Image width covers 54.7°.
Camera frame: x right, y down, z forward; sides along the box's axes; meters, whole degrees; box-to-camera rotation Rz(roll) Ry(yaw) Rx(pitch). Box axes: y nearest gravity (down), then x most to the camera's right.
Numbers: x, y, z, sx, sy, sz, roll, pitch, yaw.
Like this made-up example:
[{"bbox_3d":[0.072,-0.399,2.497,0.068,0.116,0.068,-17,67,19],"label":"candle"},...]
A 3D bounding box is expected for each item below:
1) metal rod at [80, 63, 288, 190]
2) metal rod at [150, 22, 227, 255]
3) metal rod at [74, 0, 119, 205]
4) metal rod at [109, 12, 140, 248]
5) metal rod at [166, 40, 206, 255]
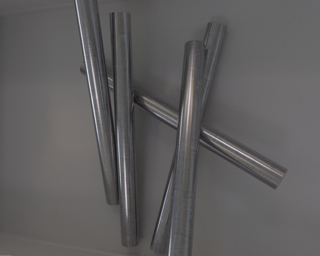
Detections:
[{"bbox_3d":[0.010,-0.017,0.383,0.300,0.025,0.025,31,100,26],"label":"metal rod"},{"bbox_3d":[0.035,0.017,0.398,0.025,0.025,0.298,16,95,19],"label":"metal rod"},{"bbox_3d":[-0.074,-0.037,0.380,0.025,0.025,0.298,4,113,20],"label":"metal rod"},{"bbox_3d":[-0.044,0.011,0.395,0.025,0.025,0.298,3,103,20],"label":"metal rod"},{"bbox_3d":[0.027,0.042,0.326,0.025,0.025,0.299,-1,70,20],"label":"metal rod"}]
